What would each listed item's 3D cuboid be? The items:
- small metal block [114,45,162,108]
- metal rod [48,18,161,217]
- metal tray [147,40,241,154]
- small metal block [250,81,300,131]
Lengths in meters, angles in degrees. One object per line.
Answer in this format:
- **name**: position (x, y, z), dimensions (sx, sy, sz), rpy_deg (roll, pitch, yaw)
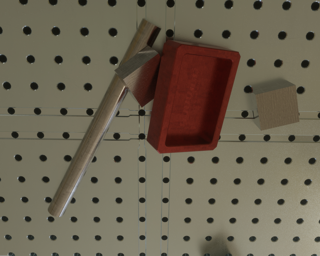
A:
- **small metal block**: position (-0.018, -0.061, 0.373), dimensions (0.050, 0.025, 0.050), rpy_deg (-38, 137, -5)
- **metal rod**: position (-0.081, -0.001, 0.411), dimensions (0.025, 0.025, 0.298), rpy_deg (27, 108, -10)
- **metal tray**: position (0.040, -0.035, 0.378), dimensions (0.091, 0.030, 0.129), rpy_deg (-1, 113, -29)
- **small metal block**: position (0.150, -0.029, 0.405), dimensions (0.050, 0.025, 0.050), rpy_deg (-14, 110, 4)
